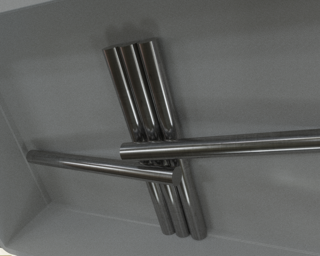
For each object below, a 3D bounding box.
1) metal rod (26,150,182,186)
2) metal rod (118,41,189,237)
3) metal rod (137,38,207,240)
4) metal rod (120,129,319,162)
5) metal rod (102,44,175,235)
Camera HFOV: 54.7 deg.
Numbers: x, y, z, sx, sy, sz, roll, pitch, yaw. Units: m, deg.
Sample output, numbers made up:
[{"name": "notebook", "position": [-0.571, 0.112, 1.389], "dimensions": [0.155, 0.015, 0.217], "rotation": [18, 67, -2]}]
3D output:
[{"name": "metal rod", "position": [-0.104, 0.056, 0.473], "dimensions": [0.300, 0.025, 0.025], "rotation": [2, 120, 33]}, {"name": "metal rod", "position": [0.000, 0.032, 0.425], "dimensions": [0.025, 0.025, 0.298], "rotation": [-2, 118, 28]}, {"name": "metal rod", "position": [0.023, 0.031, 0.413], "dimensions": [0.025, 0.025, 0.298], "rotation": [-2, 118, 28]}, {"name": "metal rod", "position": [0.092, 0.019, 0.347], "dimensions": [0.301, 0.025, 0.025], "rotation": [-5, 116, 23]}, {"name": "metal rod", "position": [-0.022, 0.032, 0.437], "dimensions": [0.025, 0.025, 0.298], "rotation": [-2, 118, 28]}]
